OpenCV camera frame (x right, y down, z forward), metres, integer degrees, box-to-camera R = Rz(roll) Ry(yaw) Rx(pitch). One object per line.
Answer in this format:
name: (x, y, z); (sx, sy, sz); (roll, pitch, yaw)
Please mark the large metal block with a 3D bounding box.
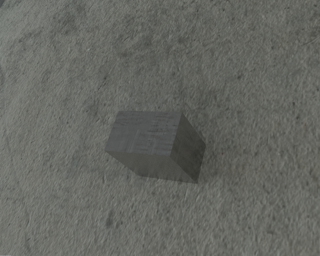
large metal block: (-0.002, 0.023, 0.357); (0.080, 0.080, 0.050); (3, 63, 29)
